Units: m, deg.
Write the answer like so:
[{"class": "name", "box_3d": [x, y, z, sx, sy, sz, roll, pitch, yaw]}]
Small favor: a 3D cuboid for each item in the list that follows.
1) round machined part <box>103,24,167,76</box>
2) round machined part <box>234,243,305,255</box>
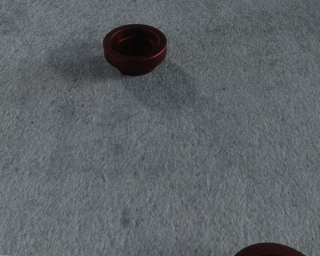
[{"class": "round machined part", "box_3d": [-0.039, -0.121, 0.493, 0.099, 0.042, 0.098, 0, 50, 0]}, {"class": "round machined part", "box_3d": [0.097, 0.154, 0.264, 0.099, 0.042, 0.098, 0, 50, 0]}]
